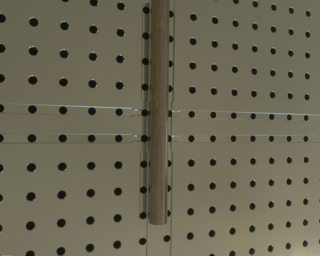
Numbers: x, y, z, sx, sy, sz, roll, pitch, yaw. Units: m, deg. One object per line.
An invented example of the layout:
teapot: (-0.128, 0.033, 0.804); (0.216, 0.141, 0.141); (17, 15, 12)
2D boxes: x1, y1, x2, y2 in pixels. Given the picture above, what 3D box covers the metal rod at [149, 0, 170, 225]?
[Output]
metal rod: (-0.001, -0.024, 0.412); (0.025, 0.025, 0.298); (1, 90, -20)
